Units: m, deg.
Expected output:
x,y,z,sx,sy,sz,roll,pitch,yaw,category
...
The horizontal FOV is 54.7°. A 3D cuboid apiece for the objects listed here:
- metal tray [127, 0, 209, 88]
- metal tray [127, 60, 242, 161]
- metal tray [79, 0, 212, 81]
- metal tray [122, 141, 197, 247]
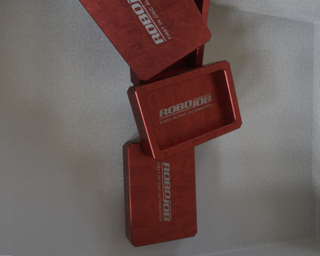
x,y,z,sx,sy,sz,roll,pitch,yaw,category
0.009,-0.111,0.373,0.091,0.030,0.129,-17,133,-20,metal tray
0.034,-0.024,0.383,0.131,0.030,0.089,-20,103,-22,metal tray
-0.018,-0.122,0.311,0.090,0.030,0.130,-32,123,11,metal tray
0.000,0.081,0.409,0.091,0.030,0.129,-2,91,-21,metal tray
